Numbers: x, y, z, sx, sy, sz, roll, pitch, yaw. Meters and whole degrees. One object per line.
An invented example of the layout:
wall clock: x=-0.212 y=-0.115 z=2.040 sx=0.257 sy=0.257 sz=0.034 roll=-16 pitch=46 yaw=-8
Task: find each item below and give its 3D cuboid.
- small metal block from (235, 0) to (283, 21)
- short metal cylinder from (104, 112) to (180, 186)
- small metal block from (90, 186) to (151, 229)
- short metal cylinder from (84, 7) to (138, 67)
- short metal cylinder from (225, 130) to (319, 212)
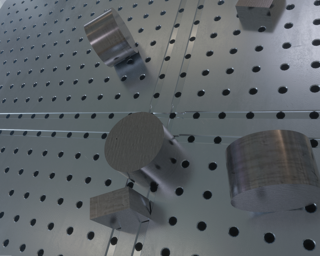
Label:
small metal block: x=0.145 y=-0.183 z=0.445 sx=0.050 sy=0.025 sz=0.050 roll=20 pitch=72 yaw=35
short metal cylinder: x=-0.021 y=0.027 z=0.387 sx=0.080 sy=0.050 sz=0.080 roll=-13 pitch=56 yaw=21
small metal block: x=-0.045 y=0.094 z=0.358 sx=0.050 sy=0.050 sz=0.025 roll=-20 pitch=54 yaw=16
short metal cylinder: x=-0.078 y=-0.146 z=0.504 sx=0.050 sy=0.080 sz=0.080 roll=-27 pitch=53 yaw=12
short metal cylinder: x=0.105 y=0.043 z=0.292 sx=0.080 sy=0.080 sz=0.050 roll=-13 pitch=56 yaw=21
